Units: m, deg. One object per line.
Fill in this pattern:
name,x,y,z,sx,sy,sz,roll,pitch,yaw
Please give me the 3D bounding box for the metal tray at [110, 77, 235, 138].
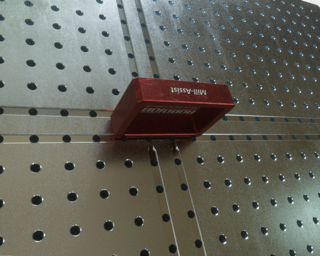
metal tray,0.015,-0.021,0.386,0.131,0.090,0.030,0,62,-28
